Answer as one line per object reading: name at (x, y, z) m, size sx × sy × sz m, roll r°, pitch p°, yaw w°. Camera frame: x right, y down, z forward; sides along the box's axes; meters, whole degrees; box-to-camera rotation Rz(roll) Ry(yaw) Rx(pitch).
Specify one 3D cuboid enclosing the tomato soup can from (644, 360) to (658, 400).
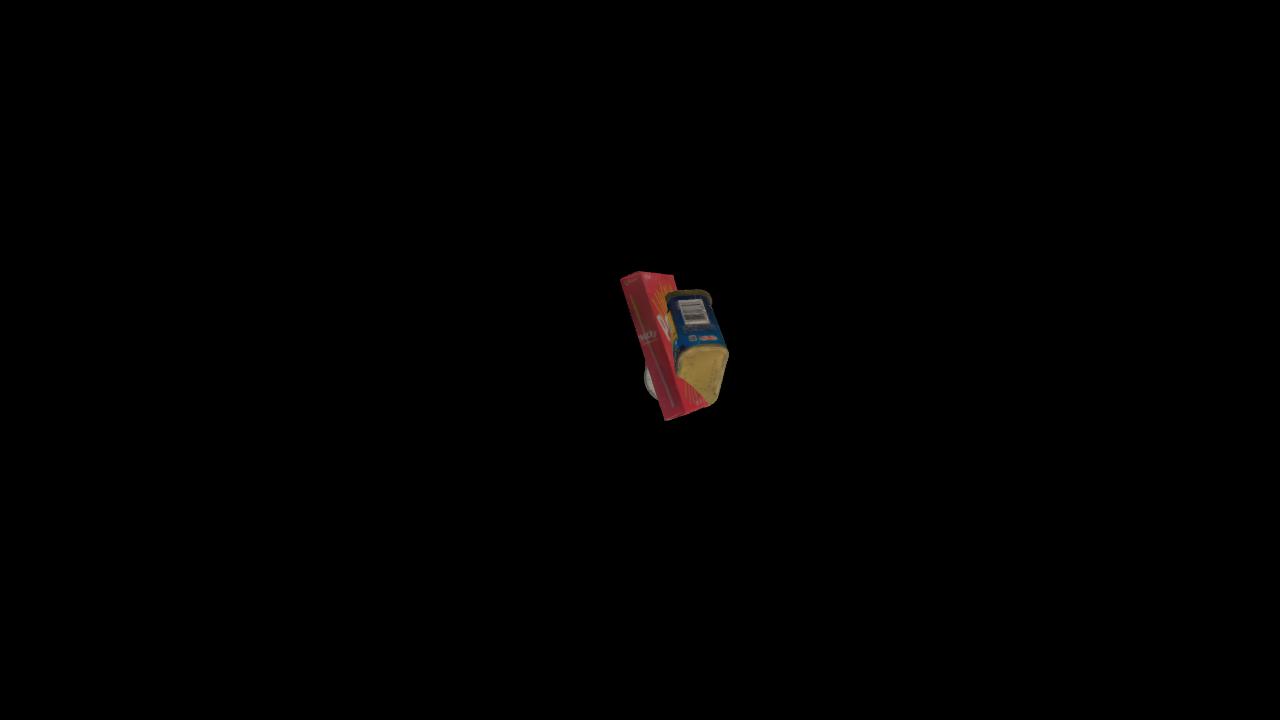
tomato soup can at (0.039, 0.003, 0.758) m, size 0.068 × 0.068 × 0.101 m, roll 0°, pitch 21°, yaw 2°

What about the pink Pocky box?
pink Pocky box at (0.031, -0.018, 0.654) m, size 0.029 × 0.155 × 0.084 m, roll -20°, pitch -5°, yaw 27°

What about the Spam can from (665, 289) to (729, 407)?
Spam can at (0.054, -0.009, 0.655) m, size 0.058 × 0.085 × 0.101 m, roll -4°, pitch -43°, yaw -9°
